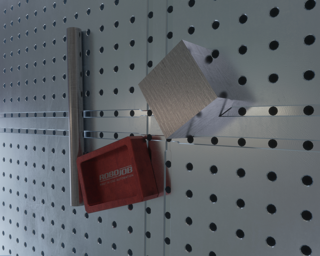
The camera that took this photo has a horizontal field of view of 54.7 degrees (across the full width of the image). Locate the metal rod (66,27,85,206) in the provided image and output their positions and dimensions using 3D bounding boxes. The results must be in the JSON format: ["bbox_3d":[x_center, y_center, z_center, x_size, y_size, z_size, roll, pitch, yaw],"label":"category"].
[{"bbox_3d":[-0.143,-0.019,0.526,0.025,0.025,0.298,-3,88,40],"label":"metal rod"}]

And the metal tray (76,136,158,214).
[{"bbox_3d":[-0.069,0.072,0.462,0.130,0.030,0.090,-22,76,37],"label":"metal tray"}]

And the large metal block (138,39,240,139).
[{"bbox_3d":[0.032,-0.043,0.367,0.080,0.050,0.080,-41,66,32],"label":"large metal block"}]
